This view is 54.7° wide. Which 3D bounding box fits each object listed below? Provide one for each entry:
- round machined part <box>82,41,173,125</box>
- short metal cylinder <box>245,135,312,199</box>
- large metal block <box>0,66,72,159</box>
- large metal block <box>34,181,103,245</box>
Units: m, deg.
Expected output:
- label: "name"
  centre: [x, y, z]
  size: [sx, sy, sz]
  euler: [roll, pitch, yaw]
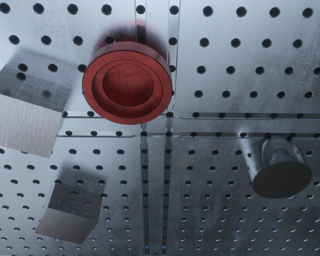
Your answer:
- label: "round machined part"
  centre: [-0.035, -0.054, 0.354]
  size: [0.099, 0.042, 0.097]
  euler: [0, 130, 0]
- label: "short metal cylinder"
  centre: [0.168, 0.057, 0.445]
  size: [0.081, 0.050, 0.079]
  euler: [0, 130, 0]
- label: "large metal block"
  centre: [-0.162, -0.017, 0.379]
  size: [0.081, 0.050, 0.079]
  euler: [18, 128, -15]
- label: "large metal block"
  centre: [-0.151, 0.143, 0.516]
  size: [0.080, 0.050, 0.080]
  euler: [22, 127, -18]
